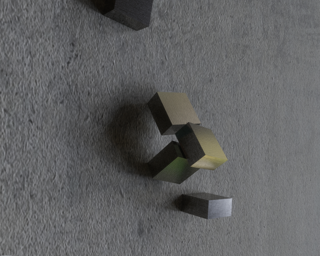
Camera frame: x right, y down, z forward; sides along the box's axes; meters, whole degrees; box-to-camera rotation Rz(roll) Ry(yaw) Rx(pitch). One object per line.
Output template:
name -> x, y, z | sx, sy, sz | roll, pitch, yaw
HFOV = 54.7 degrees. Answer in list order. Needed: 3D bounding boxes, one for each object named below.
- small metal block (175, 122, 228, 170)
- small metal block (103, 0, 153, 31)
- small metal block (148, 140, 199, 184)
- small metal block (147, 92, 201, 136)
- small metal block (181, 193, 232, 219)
small metal block -> 0.053, 0.024, 0.394 | 0.050, 0.025, 0.050 | 16, 41, -46
small metal block -> -0.037, -0.153, 0.373 | 0.050, 0.025, 0.050 | 13, 82, -39
small metal block -> 0.021, 0.046, 0.403 | 0.050, 0.050, 0.025 | 19, 39, -39
small metal block -> 0.018, -0.019, 0.405 | 0.050, 0.025, 0.050 | -3, 59, -40
small metal block -> 0.067, 0.110, 0.444 | 0.050, 0.050, 0.025 | 7, 86, -40
